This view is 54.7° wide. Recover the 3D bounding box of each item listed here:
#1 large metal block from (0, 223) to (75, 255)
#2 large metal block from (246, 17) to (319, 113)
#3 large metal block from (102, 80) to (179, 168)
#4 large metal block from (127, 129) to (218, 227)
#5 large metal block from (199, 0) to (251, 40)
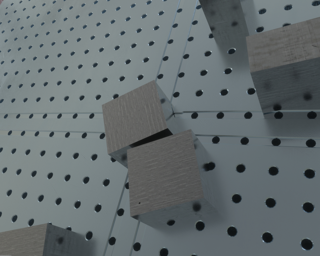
[{"bbox_3d":[-0.155,0.166,0.370,0.080,0.050,0.080,-16,55,19],"label":"large metal block"},{"bbox_3d":[0.144,-0.064,0.337,0.080,0.080,0.050,-10,58,22],"label":"large metal block"},{"bbox_3d":[-0.025,-0.004,0.406,0.080,0.050,0.080,-24,53,13],"label":"large metal block"},{"bbox_3d":[0.012,0.058,0.349,0.080,0.050,0.080,-19,55,17],"label":"large metal block"},{"bbox_3d":[0.095,-0.186,0.437,0.050,0.080,0.080,-2,61,27],"label":"large metal block"}]
